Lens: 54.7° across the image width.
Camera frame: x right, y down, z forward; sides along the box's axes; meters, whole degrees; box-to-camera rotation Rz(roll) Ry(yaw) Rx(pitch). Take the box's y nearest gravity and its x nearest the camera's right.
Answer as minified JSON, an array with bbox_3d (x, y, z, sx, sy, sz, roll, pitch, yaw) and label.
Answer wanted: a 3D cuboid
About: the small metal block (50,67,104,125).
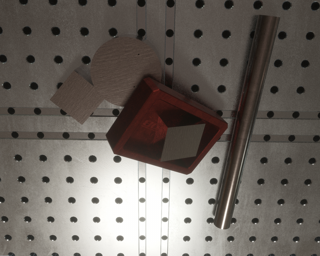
[{"bbox_3d":[-0.102,-0.041,0.397,0.050,0.025,0.050,40,105,-14],"label":"small metal block"}]

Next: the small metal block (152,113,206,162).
[{"bbox_3d":[0.022,0.011,0.378,0.050,0.025,0.050,-6,127,-26],"label":"small metal block"}]

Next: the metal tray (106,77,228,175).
[{"bbox_3d":[0.012,0.004,0.381,0.131,0.030,0.090,22,111,-39],"label":"metal tray"}]

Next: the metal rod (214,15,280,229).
[{"bbox_3d":[0.111,0.006,0.417,0.025,0.025,0.298,6,110,-3],"label":"metal rod"}]

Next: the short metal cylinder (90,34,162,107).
[{"bbox_3d":[-0.038,-0.071,0.374,0.081,0.050,0.079,0,110,-1],"label":"short metal cylinder"}]
